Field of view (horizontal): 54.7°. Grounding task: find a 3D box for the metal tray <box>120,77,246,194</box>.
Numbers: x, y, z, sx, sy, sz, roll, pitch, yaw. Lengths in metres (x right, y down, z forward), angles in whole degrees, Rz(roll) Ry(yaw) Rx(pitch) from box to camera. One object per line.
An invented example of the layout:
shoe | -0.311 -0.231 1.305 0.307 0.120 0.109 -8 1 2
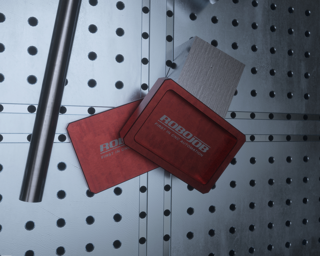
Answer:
metal tray | 0.029 0.011 0.377 0.130 0.030 0.090 35 91 -19

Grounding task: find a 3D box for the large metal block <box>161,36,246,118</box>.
large metal block | 0.056 -0.064 0.420 0.080 0.050 0.080 25 82 -19

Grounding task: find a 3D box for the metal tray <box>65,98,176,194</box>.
metal tray | -0.042 0.016 0.395 0.131 0.030 0.090 -21 97 -19

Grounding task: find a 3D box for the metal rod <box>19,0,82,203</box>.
metal rod | -0.123 -0.064 0.366 0.025 0.025 0.298 11 86 -20

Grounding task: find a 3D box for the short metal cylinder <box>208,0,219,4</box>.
short metal cylinder | 0.081 -0.215 0.413 0.050 0.080 0.080 39 78 -16
